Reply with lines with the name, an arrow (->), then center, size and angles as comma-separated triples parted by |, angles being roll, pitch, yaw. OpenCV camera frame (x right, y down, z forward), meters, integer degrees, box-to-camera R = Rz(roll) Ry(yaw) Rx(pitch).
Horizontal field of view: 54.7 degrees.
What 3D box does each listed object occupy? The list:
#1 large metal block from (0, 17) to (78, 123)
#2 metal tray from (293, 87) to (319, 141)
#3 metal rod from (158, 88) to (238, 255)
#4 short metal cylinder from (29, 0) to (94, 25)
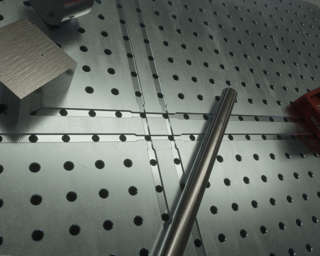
large metal block -> -0.156, -0.066, 0.349 | 0.080, 0.050, 0.080 | 42, 51, 0
metal tray -> 0.322, -0.014, 0.586 | 0.091, 0.030, 0.130 | -21, 73, -36
metal rod -> 0.058, 0.049, 0.409 | 0.025, 0.025, 0.301 | 33, 51, -7
short metal cylinder -> -0.135, -0.185, 0.413 | 0.080, 0.080, 0.050 | 47, 51, 4
